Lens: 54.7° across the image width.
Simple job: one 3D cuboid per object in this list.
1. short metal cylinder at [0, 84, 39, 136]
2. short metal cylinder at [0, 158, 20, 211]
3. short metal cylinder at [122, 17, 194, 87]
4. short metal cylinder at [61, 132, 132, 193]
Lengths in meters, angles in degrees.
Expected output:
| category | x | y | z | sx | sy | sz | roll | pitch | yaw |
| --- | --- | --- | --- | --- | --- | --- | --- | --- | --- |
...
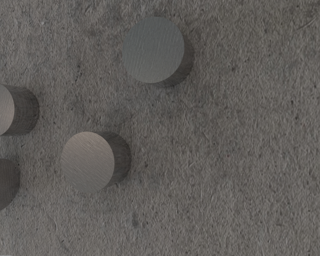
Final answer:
| category | x | y | z | sx | sy | sz | roll | pitch | yaw |
| --- | --- | --- | --- | --- | --- | --- | --- | --- | --- |
| short metal cylinder | -0.237 | -0.027 | 0.480 | 0.080 | 0.050 | 0.080 | 0 | 90 | 20 |
| short metal cylinder | -0.265 | 0.084 | 0.473 | 0.050 | 0.080 | 0.079 | 4 | 92 | 20 |
| short metal cylinder | -0.001 | -0.094 | 0.396 | 0.080 | 0.050 | 0.080 | 0 | 90 | 20 |
| short metal cylinder | -0.086 | 0.044 | 0.426 | 0.080 | 0.050 | 0.080 | 0 | 90 | 20 |
